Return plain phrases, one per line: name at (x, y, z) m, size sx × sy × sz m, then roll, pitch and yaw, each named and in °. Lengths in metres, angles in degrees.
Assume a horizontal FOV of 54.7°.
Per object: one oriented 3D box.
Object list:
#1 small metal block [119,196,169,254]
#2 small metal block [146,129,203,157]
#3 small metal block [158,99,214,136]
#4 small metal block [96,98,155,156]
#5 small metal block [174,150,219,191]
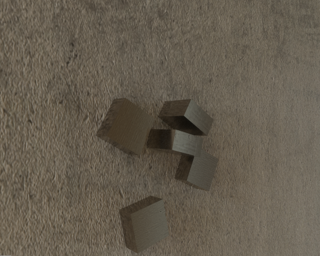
small metal block at (-0.019, 0.119, 0.389) m, size 0.050 × 0.025 × 0.050 m, roll -15°, pitch 100°, yaw -39°
small metal block at (0.019, 0.020, 0.404) m, size 0.050 × 0.050 × 0.025 m, roll 17°, pitch 79°, yaw -39°
small metal block at (0.035, -0.013, 0.417) m, size 0.050 × 0.050 × 0.025 m, roll 38°, pitch 67°, yaw -34°
small metal block at (-0.040, -0.001, 0.371) m, size 0.050 × 0.025 × 0.050 m, roll 35°, pitch 68°, yaw -34°
small metal block at (0.054, 0.059, 0.449) m, size 0.050 × 0.025 × 0.050 m, roll 31°, pitch 71°, yaw -36°
